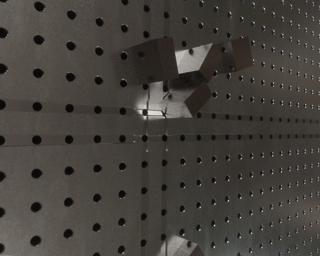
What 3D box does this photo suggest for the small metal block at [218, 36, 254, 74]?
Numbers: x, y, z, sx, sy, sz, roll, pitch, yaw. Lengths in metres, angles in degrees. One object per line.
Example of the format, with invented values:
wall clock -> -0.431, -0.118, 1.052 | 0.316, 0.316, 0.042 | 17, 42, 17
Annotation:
small metal block -> 0.128, -0.123, 0.519 | 0.050, 0.025, 0.050 | -24, 105, -38

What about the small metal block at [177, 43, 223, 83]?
small metal block -> 0.053, -0.089, 0.440 | 0.025, 0.050, 0.050 | 43, 64, -32

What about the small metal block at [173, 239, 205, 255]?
small metal block -> 0.041, 0.200, 0.447 | 0.050, 0.025, 0.050 | -44, 117, -31

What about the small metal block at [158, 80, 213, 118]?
small metal block -> 0.035, -0.039, 0.424 | 0.050, 0.050, 0.025 | -47, 119, -30

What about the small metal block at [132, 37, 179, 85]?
small metal block -> -0.006, -0.083, 0.389 | 0.025, 0.050, 0.050 | -18, 102, -39
